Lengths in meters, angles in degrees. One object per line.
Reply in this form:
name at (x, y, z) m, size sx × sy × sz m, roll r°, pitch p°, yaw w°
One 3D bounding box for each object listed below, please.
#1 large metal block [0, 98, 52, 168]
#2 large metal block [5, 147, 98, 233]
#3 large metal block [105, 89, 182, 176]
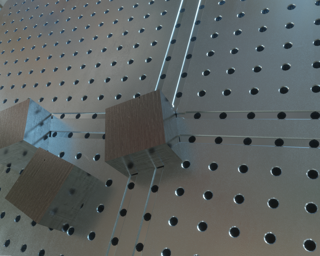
large metal block at (-0.231, 0.009, 0.510) m, size 0.080 × 0.050 × 0.080 m, roll -19°, pitch 54°, yaw 17°
large metal block at (-0.146, 0.082, 0.420) m, size 0.080 × 0.050 × 0.080 m, roll 18°, pitch 71°, yaw 35°
large metal block at (-0.023, 0.007, 0.401) m, size 0.080 × 0.050 × 0.080 m, roll -18°, pitch 55°, yaw 18°
